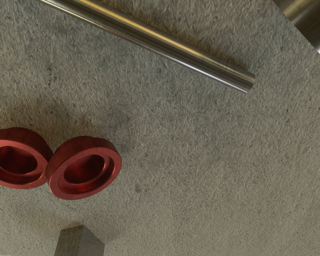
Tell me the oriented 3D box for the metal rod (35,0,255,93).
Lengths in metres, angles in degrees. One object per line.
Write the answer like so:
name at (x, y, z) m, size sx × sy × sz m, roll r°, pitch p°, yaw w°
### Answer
metal rod at (-0.032, -0.102, 0.319) m, size 0.302 × 0.025 × 0.025 m, roll 20°, pitch 127°, yaw -17°

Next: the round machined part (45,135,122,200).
round machined part at (-0.105, 0.049, 0.419) m, size 0.099 × 0.042 × 0.097 m, roll -22°, pitch 140°, yaw -20°

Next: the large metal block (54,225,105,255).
large metal block at (-0.149, 0.240, 0.574) m, size 0.050 × 0.080 × 0.080 m, roll -17°, pitch 128°, yaw 14°

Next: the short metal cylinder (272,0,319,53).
short metal cylinder at (0.149, -0.107, 0.281) m, size 0.080 × 0.080 × 0.050 m, roll 33°, pitch 123°, yaw -25°

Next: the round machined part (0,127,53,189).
round machined part at (-0.194, 0.037, 0.426) m, size 0.099 × 0.042 × 0.097 m, roll 0°, pitch 130°, yaw 0°
